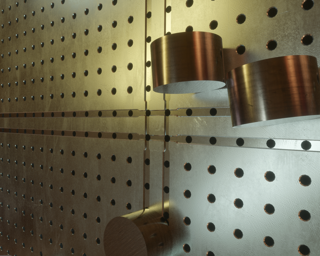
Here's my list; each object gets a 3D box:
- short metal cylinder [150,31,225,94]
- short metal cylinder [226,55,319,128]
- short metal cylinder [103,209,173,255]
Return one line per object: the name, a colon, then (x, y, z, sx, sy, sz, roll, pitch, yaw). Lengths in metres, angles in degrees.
short metal cylinder: (0.031, -0.070, 0.347, 0.080, 0.081, 0.050, -6, 86, 39)
short metal cylinder: (0.105, -0.030, 0.286, 0.080, 0.081, 0.050, -10, 84, 39)
short metal cylinder: (-0.030, 0.154, 0.416, 0.080, 0.050, 0.079, 0, 90, 39)
